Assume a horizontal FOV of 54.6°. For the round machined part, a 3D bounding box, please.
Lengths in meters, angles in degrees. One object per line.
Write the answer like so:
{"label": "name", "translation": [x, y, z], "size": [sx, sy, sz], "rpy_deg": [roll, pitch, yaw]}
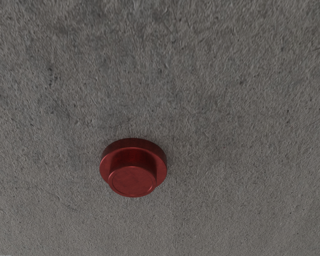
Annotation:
{"label": "round machined part", "translation": [-0.039, 0.064, 0.450], "size": [0.099, 0.042, 0.097], "rpy_deg": [0, 130, 0]}
